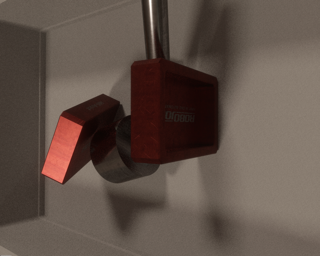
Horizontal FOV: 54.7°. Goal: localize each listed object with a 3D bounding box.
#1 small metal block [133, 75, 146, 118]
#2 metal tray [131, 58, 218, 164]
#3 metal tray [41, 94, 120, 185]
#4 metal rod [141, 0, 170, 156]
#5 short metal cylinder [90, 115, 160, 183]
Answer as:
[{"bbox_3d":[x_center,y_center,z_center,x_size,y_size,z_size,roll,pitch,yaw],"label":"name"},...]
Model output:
[{"bbox_3d":[-0.005,-0.042,0.394,0.050,0.025,0.050,-10,82,7],"label":"small metal block"},{"bbox_3d":[0.021,-0.015,0.317,0.030,0.131,0.089,0,90,32],"label":"metal tray"},{"bbox_3d":[-0.102,0.009,0.422,0.030,0.130,0.089,26,109,4],"label":"metal tray"},{"bbox_3d":[-0.003,-0.088,0.318,0.025,0.025,0.298,25,133,37],"label":"metal rod"},{"bbox_3d":[-0.043,0.028,0.404,0.050,0.081,0.080,-22,77,38],"label":"short metal cylinder"}]
